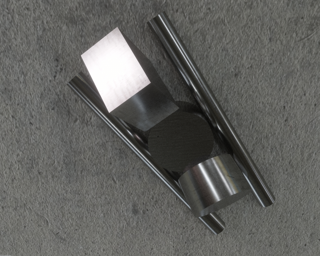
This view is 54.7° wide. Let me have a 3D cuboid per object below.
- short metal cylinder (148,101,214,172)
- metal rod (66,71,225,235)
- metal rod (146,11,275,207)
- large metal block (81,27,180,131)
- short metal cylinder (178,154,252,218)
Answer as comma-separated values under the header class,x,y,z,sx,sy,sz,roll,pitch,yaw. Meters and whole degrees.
class,x,y,z,sx,sy,sz,roll,pitch,yaw
short metal cylinder,0.025,0.010,0.401,0.081,0.050,0.079,0,110,0
metal rod,-0.010,0.044,0.426,0.025,0.025,0.300,-39,106,13
metal rod,0.075,-0.012,0.407,0.025,0.025,0.299,-31,108,10
large metal block,-0.031,-0.050,0.346,0.050,0.080,0.080,-35,65,12
short metal cylinder,0.071,0.076,0.404,0.080,0.080,0.050,-30,65,10
